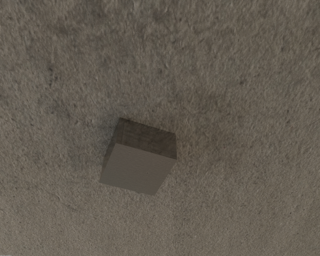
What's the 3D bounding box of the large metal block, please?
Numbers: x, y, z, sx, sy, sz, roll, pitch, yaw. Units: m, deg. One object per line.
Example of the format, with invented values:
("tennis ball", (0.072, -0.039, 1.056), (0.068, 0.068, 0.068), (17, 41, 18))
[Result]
("large metal block", (-0.030, 0.041, 0.425), (0.080, 0.050, 0.080), (17, 128, -14))
